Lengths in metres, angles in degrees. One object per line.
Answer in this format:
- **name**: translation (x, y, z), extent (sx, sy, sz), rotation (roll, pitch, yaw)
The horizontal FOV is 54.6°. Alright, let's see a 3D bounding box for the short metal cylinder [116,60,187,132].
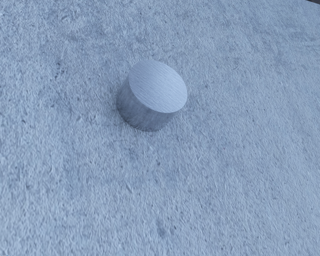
- **short metal cylinder**: translation (-0.011, -0.042, 0.406), extent (0.081, 0.050, 0.080), rotation (13, 56, -21)
